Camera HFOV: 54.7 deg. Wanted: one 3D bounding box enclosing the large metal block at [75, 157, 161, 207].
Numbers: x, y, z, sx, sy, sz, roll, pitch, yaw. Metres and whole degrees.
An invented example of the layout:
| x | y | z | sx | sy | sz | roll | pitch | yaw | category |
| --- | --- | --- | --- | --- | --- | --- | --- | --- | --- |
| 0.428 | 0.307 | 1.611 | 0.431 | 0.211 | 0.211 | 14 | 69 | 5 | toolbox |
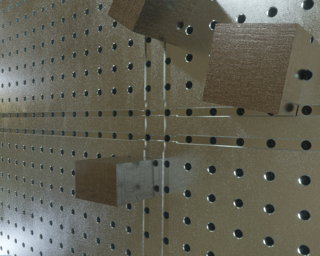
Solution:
| x | y | z | sx | sy | sz | roll | pitch | yaw | category |
| --- | --- | --- | --- | --- | --- | --- | --- | --- | --- |
| -0.056 | 0.068 | 0.418 | 0.080 | 0.081 | 0.050 | -1 | 89 | 39 | large metal block |

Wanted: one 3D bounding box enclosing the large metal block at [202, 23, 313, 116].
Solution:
| x | y | z | sx | sy | sz | roll | pitch | yaw | category |
| --- | --- | --- | --- | --- | --- | --- | --- | --- | --- |
| 0.096 | -0.059 | 0.313 | 0.080 | 0.050 | 0.079 | 15 | 99 | 38 | large metal block |

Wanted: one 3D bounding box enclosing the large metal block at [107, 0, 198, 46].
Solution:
| x | y | z | sx | sy | sz | roll | pitch | yaw | category |
| --- | --- | --- | --- | --- | --- | --- | --- | --- | --- |
| -0.004 | -0.155 | 0.375 | 0.050 | 0.081 | 0.079 | 41 | 115 | 32 | large metal block |
